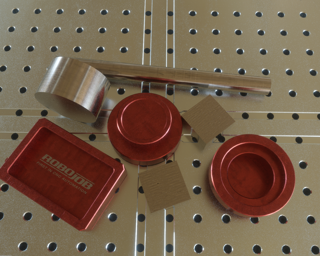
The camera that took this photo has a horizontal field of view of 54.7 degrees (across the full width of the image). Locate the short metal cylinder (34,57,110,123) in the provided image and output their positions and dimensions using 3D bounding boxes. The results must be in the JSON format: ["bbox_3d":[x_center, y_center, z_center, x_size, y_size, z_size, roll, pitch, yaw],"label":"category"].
[{"bbox_3d":[-0.111,-0.047,0.399,0.080,0.080,0.050,17,71,6],"label":"short metal cylinder"}]

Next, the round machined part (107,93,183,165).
[{"bbox_3d":[-0.020,-0.004,0.403,0.099,0.042,0.098,0,67,0],"label":"round machined part"}]

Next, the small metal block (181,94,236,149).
[{"bbox_3d":[0.063,-0.008,0.415,0.050,0.025,0.050,-36,74,-12],"label":"small metal block"}]

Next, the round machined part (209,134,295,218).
[{"bbox_3d":[0.109,0.060,0.381,0.099,0.042,0.098,0,70,0],"label":"round machined part"}]

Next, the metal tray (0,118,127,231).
[{"bbox_3d":[-0.119,0.056,0.387,0.130,0.030,0.090,29,73,10],"label":"metal tray"}]

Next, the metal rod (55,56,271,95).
[{"bbox_3d":[0.002,-0.075,0.438,0.302,0.025,0.025,6,70,2],"label":"metal rod"}]

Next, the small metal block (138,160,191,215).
[{"bbox_3d":[0.005,0.074,0.385,0.050,0.025,0.050,-18,71,-7],"label":"small metal block"}]
